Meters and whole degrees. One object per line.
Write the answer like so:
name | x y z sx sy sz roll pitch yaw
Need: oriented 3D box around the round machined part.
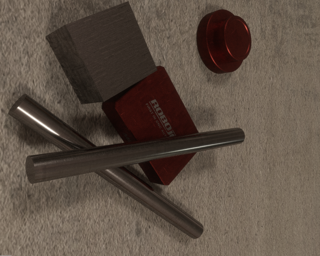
round machined part | 0.106 -0.137 0.485 0.099 0.042 0.097 0 90 -40

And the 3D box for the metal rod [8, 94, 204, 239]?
metal rod | -0.041 0.063 0.372 0.300 0.025 0.025 43 64 -32

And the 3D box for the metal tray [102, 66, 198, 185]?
metal tray | -0.004 -0.002 0.400 0.090 0.030 0.130 -45 117 -31

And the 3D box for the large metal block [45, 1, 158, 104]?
large metal block | -0.061 -0.081 0.339 0.080 0.050 0.080 -37 113 -34

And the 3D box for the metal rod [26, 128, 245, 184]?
metal rod | 0.002 0.024 0.368 0.302 0.025 0.025 -6 94 -40
